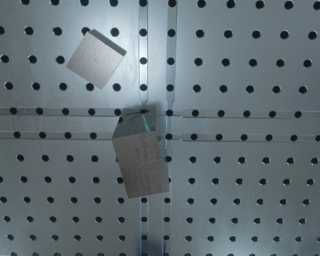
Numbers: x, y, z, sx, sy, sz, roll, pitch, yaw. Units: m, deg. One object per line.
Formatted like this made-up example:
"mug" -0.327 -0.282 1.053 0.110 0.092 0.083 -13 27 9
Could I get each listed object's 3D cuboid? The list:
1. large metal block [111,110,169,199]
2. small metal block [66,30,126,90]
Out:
"large metal block" -0.021 0.030 0.395 0.050 0.080 0.079 -11 110 4
"small metal block" -0.078 -0.084 0.382 0.050 0.025 0.050 33 107 -12
